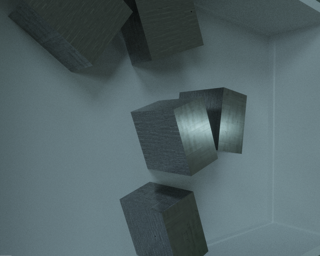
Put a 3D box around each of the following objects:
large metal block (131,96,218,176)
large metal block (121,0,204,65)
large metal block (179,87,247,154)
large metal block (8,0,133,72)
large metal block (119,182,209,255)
[{"bbox_3d":[0.017,0.009,0.387,0.050,0.080,0.080,-26,107,-37],"label":"large metal block"},{"bbox_3d":[-0.001,-0.129,0.384,0.081,0.050,0.080,-24,106,-29],"label":"large metal block"},{"bbox_3d":[0.069,-0.009,0.431,0.050,0.080,0.080,11,83,-40],"label":"large metal block"},{"bbox_3d":[-0.088,-0.117,0.317,0.080,0.050,0.080,44,64,-32],"label":"large metal block"},{"bbox_3d":[0.004,0.118,0.376,0.050,0.080,0.080,-25,106,-38],"label":"large metal block"}]
